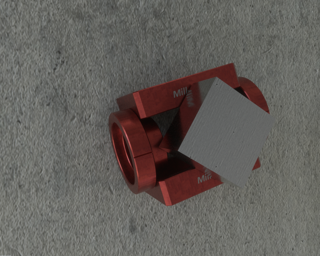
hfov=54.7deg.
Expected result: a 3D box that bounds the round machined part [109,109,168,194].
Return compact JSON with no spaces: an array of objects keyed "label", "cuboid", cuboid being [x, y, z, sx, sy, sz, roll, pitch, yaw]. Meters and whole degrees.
[{"label":"round machined part","cuboid":[-0.024,0.024,0.363,0.042,0.098,0.097,-17,96,-20]}]

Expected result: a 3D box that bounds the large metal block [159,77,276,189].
[{"label":"large metal block","cuboid":[0.059,0.005,0.322,0.080,0.050,0.080,31,80,-18]}]

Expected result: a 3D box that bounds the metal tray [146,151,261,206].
[{"label":"metal tray","cuboid":[0.047,0.051,0.393,0.131,0.090,0.030,-19,97,-19]}]

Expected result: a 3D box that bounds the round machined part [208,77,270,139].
[{"label":"round machined part","cuboid":[0.095,-0.015,0.407,0.042,0.098,0.097,-17,96,-20]}]

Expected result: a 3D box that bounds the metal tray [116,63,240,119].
[{"label":"metal tray","cuboid":[0.020,-0.044,0.385,0.131,0.090,0.030,-19,97,-19]}]
